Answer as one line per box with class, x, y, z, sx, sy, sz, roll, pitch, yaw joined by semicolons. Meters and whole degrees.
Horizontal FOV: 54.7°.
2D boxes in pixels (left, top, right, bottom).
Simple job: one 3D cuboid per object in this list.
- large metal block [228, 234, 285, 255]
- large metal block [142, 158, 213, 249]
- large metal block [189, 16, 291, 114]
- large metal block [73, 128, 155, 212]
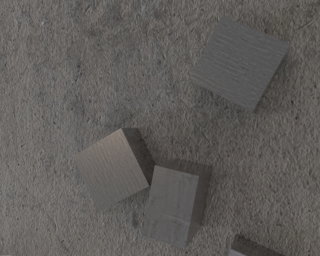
large metal block;0.110;0.183;0.357;0.080;0.050;0.080;20;97;19
large metal block;0.024;0.084;0.371;0.050;0.080;0.080;12;94;20
large metal block;0.093;-0.071;0.363;0.080;0.050;0.080;30;100;17
large metal block;-0.055;0.054;0.415;0.080;0.050;0.080;-30;80;17
